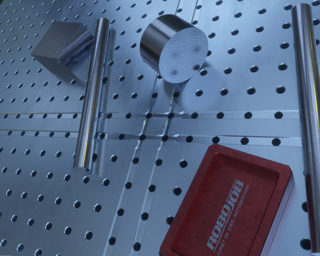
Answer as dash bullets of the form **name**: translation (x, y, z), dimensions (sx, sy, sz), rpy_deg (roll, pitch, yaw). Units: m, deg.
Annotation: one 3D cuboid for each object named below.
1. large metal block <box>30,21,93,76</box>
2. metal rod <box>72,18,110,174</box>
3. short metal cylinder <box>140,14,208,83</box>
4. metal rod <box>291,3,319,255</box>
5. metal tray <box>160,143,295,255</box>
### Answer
- **large metal block**: translation (-0.176, -0.148, 0.572), dimensions (0.080, 0.050, 0.080), rpy_deg (16, 70, 34)
- **metal rod**: translation (-0.107, -0.069, 0.504), dimensions (0.025, 0.025, 0.299), rpy_deg (-13, 56, 21)
- **short metal cylinder**: translation (0.019, -0.109, 0.429), dimensions (0.080, 0.080, 0.050), rpy_deg (-42, 51, -1)
- **metal rod**: translation (0.164, -0.022, 0.335), dimensions (0.025, 0.025, 0.299), rpy_deg (-5, 59, 25)
- **metal tray**: translation (0.069, 0.088, 0.314), dimensions (0.090, 0.030, 0.130), rpy_deg (17, 70, 34)
